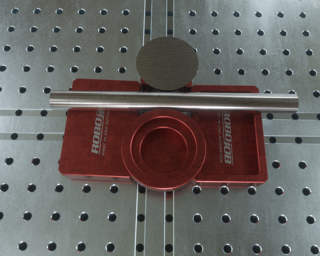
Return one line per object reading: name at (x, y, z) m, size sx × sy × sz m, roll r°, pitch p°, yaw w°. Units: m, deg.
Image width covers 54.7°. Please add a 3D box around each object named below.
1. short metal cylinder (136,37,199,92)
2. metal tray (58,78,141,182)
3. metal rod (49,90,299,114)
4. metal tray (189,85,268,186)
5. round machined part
short metal cylinder at (0.009, -0.076, 0.422) m, size 0.081 × 0.050 × 0.080 m, roll 0°, pitch 70°, yaw 0°
metal tray at (-0.073, 0.001, 0.403) m, size 0.091 × 0.030 × 0.130 m, roll 3°, pitch 70°, yaw 1°
metal rod at (0.017, -0.032, 0.387) m, size 0.302 × 0.025 × 0.025 m, roll 1°, pitch 70°, yaw 0°
metal tray at (0.085, 0.008, 0.402) m, size 0.091 × 0.030 × 0.130 m, roll 1°, pitch 70°, yaw 0°
round machined part at (0.005, 0.029, 0.378) m, size 0.099 × 0.042 × 0.098 m, roll 0°, pitch 70°, yaw 0°
